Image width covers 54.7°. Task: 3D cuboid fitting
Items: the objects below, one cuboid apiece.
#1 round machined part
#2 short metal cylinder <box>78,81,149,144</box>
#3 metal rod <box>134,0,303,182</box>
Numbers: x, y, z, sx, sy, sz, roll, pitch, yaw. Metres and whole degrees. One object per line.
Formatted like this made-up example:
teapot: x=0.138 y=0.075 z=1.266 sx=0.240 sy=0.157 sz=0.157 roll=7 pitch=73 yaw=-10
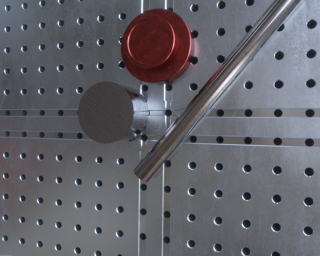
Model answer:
round machined part: x=-0.008 y=-0.108 z=0.405 sx=0.098 sy=0.042 sz=0.097 roll=0 pitch=90 yaw=19
short metal cylinder: x=-0.062 y=-0.020 z=0.420 sx=0.080 sy=0.050 sz=0.079 roll=0 pitch=90 yaw=19
metal rod: x=0.067 y=-0.048 z=0.388 sx=0.025 sy=0.025 sz=0.299 roll=43 pitch=103 yaw=14
